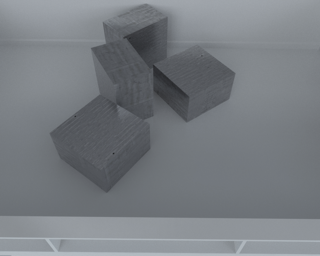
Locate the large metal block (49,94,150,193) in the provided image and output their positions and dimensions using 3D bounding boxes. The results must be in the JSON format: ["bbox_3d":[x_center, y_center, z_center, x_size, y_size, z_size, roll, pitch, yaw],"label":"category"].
[{"bbox_3d":[-0.069,0.016,0.374,0.080,0.050,0.080,31,56,23],"label":"large metal block"}]

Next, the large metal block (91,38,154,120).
[{"bbox_3d":[-0.050,-0.060,0.420,0.050,0.080,0.080,-22,54,-17],"label":"large metal block"}]

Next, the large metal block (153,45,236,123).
[{"bbox_3d":[0.046,-0.066,0.445,0.081,0.050,0.080,-29,56,-22],"label":"large metal block"}]

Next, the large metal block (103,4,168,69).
[{"bbox_3d":[-0.036,-0.133,0.481,0.080,0.080,0.050,-33,58,-25],"label":"large metal block"}]
